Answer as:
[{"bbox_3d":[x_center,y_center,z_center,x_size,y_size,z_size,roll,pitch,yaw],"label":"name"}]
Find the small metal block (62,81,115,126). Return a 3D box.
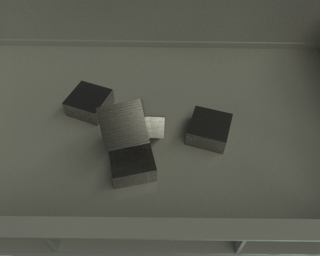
[{"bbox_3d":[-0.099,-0.035,0.434,0.050,0.025,0.050,17,52,13],"label":"small metal block"}]

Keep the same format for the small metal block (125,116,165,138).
[{"bbox_3d":[-0.019,-0.003,0.389,0.050,0.050,0.025,3,95,1],"label":"small metal block"}]

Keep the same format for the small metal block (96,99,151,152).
[{"bbox_3d":[-0.040,-0.004,0.352,0.050,0.025,0.050,-12,94,3],"label":"small metal block"}]

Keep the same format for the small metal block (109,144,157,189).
[{"bbox_3d":[-0.033,0.041,0.370,0.050,0.025,0.050,-10,51,-9],"label":"small metal block"}]

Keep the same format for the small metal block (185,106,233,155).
[{"bbox_3d":[0.064,0.002,0.404,0.050,0.025,0.050,14,51,11],"label":"small metal block"}]
